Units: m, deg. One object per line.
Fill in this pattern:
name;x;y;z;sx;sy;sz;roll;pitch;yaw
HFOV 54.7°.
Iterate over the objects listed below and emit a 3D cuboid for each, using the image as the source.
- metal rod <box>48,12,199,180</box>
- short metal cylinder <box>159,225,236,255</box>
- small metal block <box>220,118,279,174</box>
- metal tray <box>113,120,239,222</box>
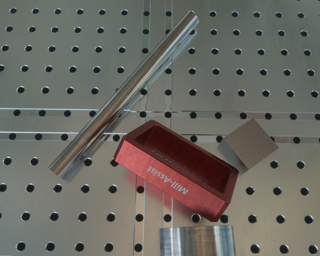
metal rod;-0.041;-0.055;0.431;0.025;0.025;0.300;35;73;11
short metal cylinder;0.041;0.132;0.334;0.081;0.080;0.050;-2;72;-1
small metal block;0.116;0.023;0.405;0.050;0.025;0.050;-33;74;-12
metal tray;0.023;0.043;0.362;0.130;0.090;0.030;31;113;10
